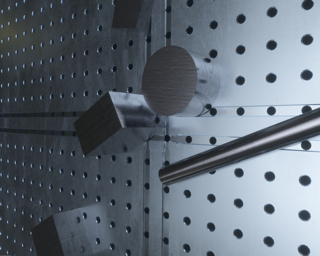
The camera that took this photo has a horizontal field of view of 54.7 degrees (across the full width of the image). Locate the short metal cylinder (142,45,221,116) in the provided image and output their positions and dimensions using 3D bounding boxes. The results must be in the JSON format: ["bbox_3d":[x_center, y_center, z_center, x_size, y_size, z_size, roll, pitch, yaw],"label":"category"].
[{"bbox_3d":[0.025,-0.054,0.371,0.080,0.050,0.079,0,90,39],"label":"short metal cylinder"}]

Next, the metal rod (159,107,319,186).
[{"bbox_3d":[0.115,0.010,0.313,0.299,0.025,0.025,-26,74,36],"label":"metal rod"}]

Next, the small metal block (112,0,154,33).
[{"bbox_3d":[-0.039,-0.164,0.439,0.050,0.025,0.050,17,100,38],"label":"small metal block"}]

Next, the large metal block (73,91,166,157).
[{"bbox_3d":[-0.054,-0.004,0.416,0.080,0.081,0.050,-35,69,34],"label":"large metal block"}]

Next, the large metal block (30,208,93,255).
[{"bbox_3d":[-0.170,0.194,0.530,0.080,0.050,0.080,-36,68,33],"label":"large metal block"}]
